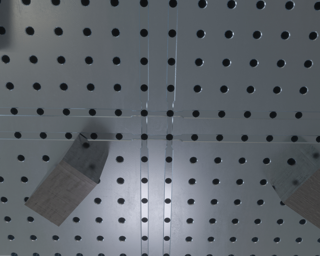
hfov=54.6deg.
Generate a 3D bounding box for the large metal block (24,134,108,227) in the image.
[{"bbox_3d":[-0.119,0.066,0.407,0.050,0.080,0.080,39,105,-13],"label":"large metal block"}]

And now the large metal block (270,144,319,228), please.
[{"bbox_3d":[0.220,0.083,0.432,0.080,0.050,0.080,35,106,-12],"label":"large metal block"}]
